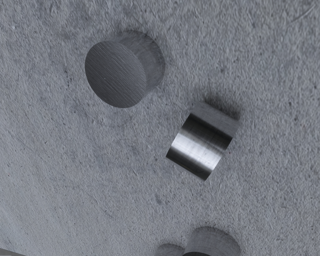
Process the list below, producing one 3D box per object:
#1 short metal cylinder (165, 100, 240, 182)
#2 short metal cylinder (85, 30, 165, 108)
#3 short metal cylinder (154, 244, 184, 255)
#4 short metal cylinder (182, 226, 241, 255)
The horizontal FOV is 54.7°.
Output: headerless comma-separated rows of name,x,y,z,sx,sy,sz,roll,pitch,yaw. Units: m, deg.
short metal cylinder,0.048,0.015,0.355,0.050,0.080,0.079,31,128,8
short metal cylinder,-0.041,-0.070,0.369,0.080,0.050,0.079,13,124,21
short metal cylinder,0.021,0.248,0.533,0.080,0.050,0.079,13,124,21
short metal cylinder,0.077,0.199,0.473,0.080,0.050,0.079,13,124,21
